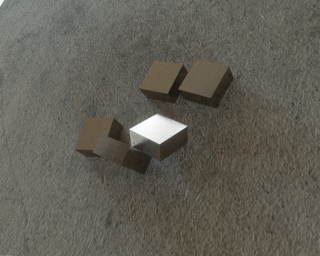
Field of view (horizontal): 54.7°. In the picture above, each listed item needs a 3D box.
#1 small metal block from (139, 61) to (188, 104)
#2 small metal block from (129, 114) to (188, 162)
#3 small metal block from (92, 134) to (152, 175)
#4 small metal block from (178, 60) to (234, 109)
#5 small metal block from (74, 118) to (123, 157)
[{"bbox_3d":[0.006,-0.066,0.441,0.050,0.025,0.050,15,69,34],"label":"small metal block"},{"bbox_3d":[-0.001,0.010,0.383,0.050,0.025,0.050,25,41,36],"label":"small metal block"},{"bbox_3d":[-0.047,0.033,0.390,0.050,0.050,0.025,18,81,35],"label":"small metal block"},{"bbox_3d":[0.061,-0.059,0.408,0.050,0.025,0.050,21,73,35],"label":"small metal block"},{"bbox_3d":[-0.087,0.014,0.441,0.050,0.025,0.050,0,61,28],"label":"small metal block"}]
